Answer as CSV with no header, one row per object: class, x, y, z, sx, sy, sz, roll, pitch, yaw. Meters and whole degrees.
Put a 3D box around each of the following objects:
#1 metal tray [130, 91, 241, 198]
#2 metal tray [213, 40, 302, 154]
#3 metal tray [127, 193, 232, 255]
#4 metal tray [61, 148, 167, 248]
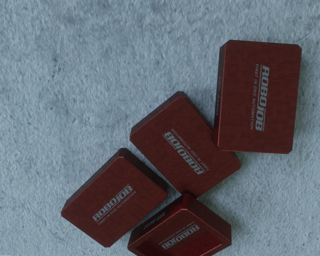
metal tray,0.034,0.027,0.418,0.090,0.030,0.130,-38,106,12
metal tray,0.116,-0.036,0.377,0.091,0.030,0.129,3,95,-3
metal tray,0.026,0.159,0.448,0.090,0.030,0.129,39,121,-14
metal tray,-0.064,0.102,0.444,0.090,0.030,0.130,43,104,-15
